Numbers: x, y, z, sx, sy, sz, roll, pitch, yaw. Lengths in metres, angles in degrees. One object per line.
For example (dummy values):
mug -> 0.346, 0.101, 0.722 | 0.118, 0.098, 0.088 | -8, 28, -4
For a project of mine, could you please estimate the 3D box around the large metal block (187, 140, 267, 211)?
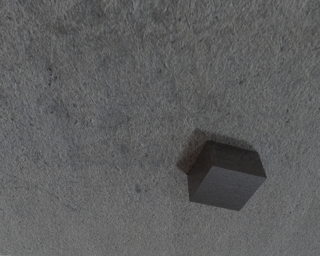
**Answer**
large metal block -> 0.093, 0.071, 0.452 | 0.081, 0.050, 0.079 | 14, 129, -12
